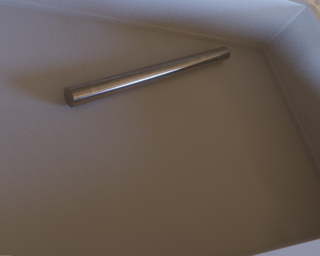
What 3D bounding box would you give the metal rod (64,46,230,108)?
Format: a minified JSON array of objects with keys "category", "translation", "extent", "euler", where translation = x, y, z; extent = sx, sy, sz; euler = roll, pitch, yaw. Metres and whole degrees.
[{"category":"metal rod","translation":[0.003,-0.084,0.460],"extent":[0.302,0.025,0.025],"euler":[-23,75,-37]}]
